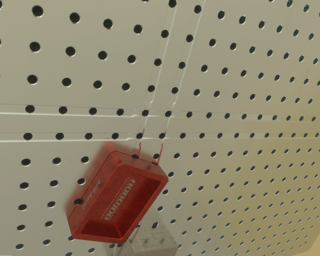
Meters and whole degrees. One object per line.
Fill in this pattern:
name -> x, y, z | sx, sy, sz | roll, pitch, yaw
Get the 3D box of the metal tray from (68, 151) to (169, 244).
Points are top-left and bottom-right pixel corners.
metal tray -> -0.059, 0.103, 0.441 | 0.090, 0.030, 0.129 | 24, 105, -37

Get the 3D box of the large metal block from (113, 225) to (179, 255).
large metal block -> -0.027, 0.211, 0.513 | 0.081, 0.050, 0.079 | 7, 115, -32
